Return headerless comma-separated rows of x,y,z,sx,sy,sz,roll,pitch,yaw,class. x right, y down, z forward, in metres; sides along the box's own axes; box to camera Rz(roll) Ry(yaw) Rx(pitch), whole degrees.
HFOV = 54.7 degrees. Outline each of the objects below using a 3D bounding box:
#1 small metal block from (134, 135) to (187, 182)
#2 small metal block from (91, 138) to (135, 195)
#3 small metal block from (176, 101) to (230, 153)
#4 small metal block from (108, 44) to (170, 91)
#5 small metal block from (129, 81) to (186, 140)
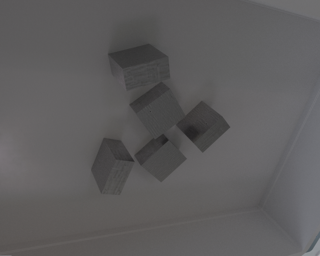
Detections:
0.001,0.041,0.435,0.050,0.025,0.050,-43,130,1,small metal block
-0.061,0.048,0.389,0.025,0.050,0.050,12,112,-33,small metal block
0.058,-0.003,0.422,0.050,0.050,0.025,-43,129,1,small metal block
-0.023,-0.068,0.338,0.050,0.050,0.025,-19,126,-18,small metal block
-0.002,-0.022,0.394,0.050,0.025,0.050,-37,129,-4,small metal block
